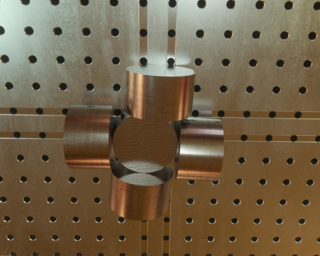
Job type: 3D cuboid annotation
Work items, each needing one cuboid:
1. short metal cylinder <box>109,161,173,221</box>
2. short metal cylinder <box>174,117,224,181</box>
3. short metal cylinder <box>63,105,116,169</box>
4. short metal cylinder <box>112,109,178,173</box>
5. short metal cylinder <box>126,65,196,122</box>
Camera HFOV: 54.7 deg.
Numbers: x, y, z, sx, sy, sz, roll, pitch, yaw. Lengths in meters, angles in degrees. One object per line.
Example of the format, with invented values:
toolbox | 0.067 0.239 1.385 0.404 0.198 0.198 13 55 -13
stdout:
short metal cylinder | -0.025 0.077 0.411 0.081 0.080 0.050 6 110 -2
short metal cylinder | 0.047 0.026 0.394 0.050 0.080 0.079 3 110 -2
short metal cylinder | -0.084 0.011 0.387 0.050 0.080 0.079 1 110 -1
short metal cylinder | -0.019 0.011 0.404 0.081 0.050 0.079 -1 110 -1
short metal cylinder | 0.000 -0.044 0.367 0.081 0.080 0.050 3 110 -1
